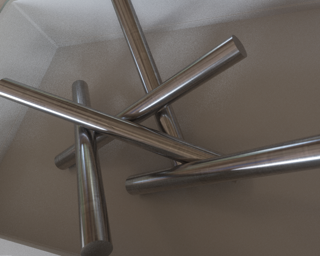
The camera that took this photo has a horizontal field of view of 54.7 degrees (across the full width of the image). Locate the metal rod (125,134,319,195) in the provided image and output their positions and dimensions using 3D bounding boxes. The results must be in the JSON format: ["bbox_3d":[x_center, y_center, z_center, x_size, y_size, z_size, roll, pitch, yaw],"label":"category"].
[{"bbox_3d":[0.069,0.034,0.278,0.299,0.025,0.025,-20,51,44],"label":"metal rod"}]

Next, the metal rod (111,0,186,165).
[{"bbox_3d":[-0.019,-0.082,0.393,0.025,0.025,0.299,-24,76,14],"label":"metal rod"}]

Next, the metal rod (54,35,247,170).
[{"bbox_3d":[-0.034,-0.014,0.372,0.299,0.025,0.025,-30,49,32],"label":"metal rod"}]

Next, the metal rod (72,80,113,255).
[{"bbox_3d":[-0.087,0.016,0.364,0.025,0.025,0.300,-34,36,6],"label":"metal rod"}]

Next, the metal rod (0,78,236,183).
[{"bbox_3d":[-0.056,-0.002,0.356,0.301,0.025,0.025,19,71,12],"label":"metal rod"}]
